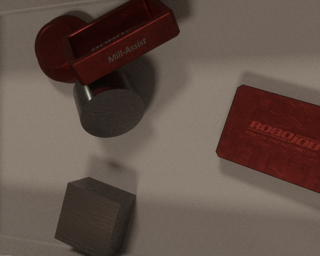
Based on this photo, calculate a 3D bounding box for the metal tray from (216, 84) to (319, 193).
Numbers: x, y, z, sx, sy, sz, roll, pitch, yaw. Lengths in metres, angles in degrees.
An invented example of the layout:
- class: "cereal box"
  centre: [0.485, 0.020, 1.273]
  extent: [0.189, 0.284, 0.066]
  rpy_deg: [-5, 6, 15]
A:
- class: "metal tray"
  centre: [0.141, 0.011, 0.358]
  extent: [0.130, 0.030, 0.089]
  rpy_deg: [20, 96, 18]

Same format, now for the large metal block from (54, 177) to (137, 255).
- class: "large metal block"
  centre: [-0.088, 0.122, 0.427]
  extent: [0.080, 0.050, 0.079]
  rpy_deg: [17, 96, 19]

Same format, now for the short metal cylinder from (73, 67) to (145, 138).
- class: "short metal cylinder"
  centre: [-0.066, -0.033, 0.396]
  extent: [0.080, 0.080, 0.050]
  rpy_deg: [-40, 49, 15]

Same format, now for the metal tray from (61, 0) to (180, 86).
- class: "metal tray"
  centre: [-0.052, -0.113, 0.379]
  extent: [0.130, 0.030, 0.090]
  rpy_deg: [-29, 42, -1]

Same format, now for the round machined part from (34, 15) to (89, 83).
- class: "round machined part"
  centre: [-0.140, -0.116, 0.449]
  extent: [0.098, 0.042, 0.097]
  rpy_deg: [0, 90, 19]
